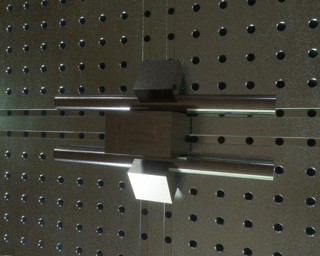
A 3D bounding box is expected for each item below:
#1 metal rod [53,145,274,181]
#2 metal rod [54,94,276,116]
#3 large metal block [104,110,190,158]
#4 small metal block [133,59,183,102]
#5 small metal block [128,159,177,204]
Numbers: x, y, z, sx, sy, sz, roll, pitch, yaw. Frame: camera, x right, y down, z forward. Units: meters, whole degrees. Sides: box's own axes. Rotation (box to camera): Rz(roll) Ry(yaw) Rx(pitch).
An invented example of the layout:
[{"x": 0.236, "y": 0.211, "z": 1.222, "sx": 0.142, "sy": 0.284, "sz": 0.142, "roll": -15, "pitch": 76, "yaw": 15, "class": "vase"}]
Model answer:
[{"x": -0.009, "y": 0.044, "z": 0.412, "sx": 0.301, "sy": 0.025, "sz": 0.025, "roll": 2, "pitch": 91, "yaw": 19, "class": "metal rod"}, {"x": -0.007, "y": -0.032, "z": 0.410, "sx": 0.301, "sy": 0.025, "sz": 0.025, "roll": 2, "pitch": 91, "yaw": 19, "class": "metal rod"}, {"x": -0.012, "y": 0.006, "z": 0.383, "sx": 0.080, "sy": 0.080, "sz": 0.050, "roll": 2, "pitch": 91, "yaw": 20, "class": "large metal block"}, {"x": -0.001, "y": -0.060, "z": 0.397, "sx": 0.050, "sy": 0.025, "sz": 0.050, "roll": 1, "pitch": 56, "yaw": 19, "class": "small metal block"}, {"x": -0.009, "y": 0.068, "z": 0.399, "sx": 0.050, "sy": 0.025, "sz": 0.050, "roll": 3, "pitch": 129, "yaw": 19, "class": "small metal block"}]
